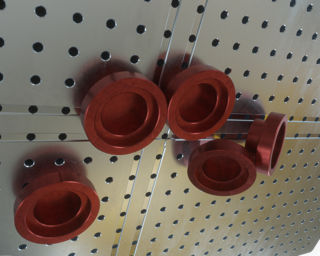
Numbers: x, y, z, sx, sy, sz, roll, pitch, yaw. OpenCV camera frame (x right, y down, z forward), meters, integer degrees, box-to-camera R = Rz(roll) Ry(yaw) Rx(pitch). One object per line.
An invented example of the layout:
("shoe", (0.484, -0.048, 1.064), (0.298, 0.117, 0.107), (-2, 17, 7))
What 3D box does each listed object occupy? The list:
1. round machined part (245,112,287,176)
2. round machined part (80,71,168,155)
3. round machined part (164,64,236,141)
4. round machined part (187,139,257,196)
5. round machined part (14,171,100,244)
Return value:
("round machined part", (0.163, 0.022, 0.483), (0.099, 0.042, 0.097), (-33, 131, -50))
("round machined part", (-0.044, -0.020, 0.363), (0.099, 0.042, 0.097), (-14, 124, -21))
("round machined part", (0.045, -0.036, 0.402), (0.099, 0.042, 0.097), (-14, 124, -21))
("round machined part", (0.092, 0.055, 0.464), (0.098, 0.042, 0.097), (6, 130, 7))
("round machined part", (-0.129, 0.093, 0.387), (0.099, 0.042, 0.097), (-14, 124, -21))
